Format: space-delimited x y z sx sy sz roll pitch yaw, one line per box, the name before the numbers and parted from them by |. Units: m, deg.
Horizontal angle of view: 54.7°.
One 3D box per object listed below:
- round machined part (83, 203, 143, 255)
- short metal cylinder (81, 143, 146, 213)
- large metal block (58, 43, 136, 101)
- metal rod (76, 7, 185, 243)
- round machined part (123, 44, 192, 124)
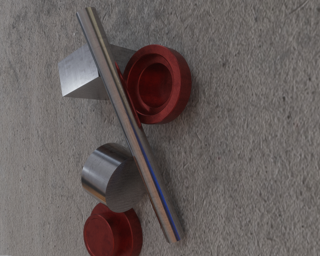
round machined part | -0.076 0.157 0.456 0.098 0.042 0.097 0 90 40
short metal cylinder | -0.057 0.065 0.416 0.050 0.081 0.079 22 104 38
large metal block | -0.084 -0.077 0.438 0.080 0.081 0.050 -19 78 38
metal rod | -0.035 -0.001 0.381 0.025 0.025 0.299 -19 95 38
round machined part | 0.000 -0.053 0.394 0.098 0.042 0.097 0 90 40
